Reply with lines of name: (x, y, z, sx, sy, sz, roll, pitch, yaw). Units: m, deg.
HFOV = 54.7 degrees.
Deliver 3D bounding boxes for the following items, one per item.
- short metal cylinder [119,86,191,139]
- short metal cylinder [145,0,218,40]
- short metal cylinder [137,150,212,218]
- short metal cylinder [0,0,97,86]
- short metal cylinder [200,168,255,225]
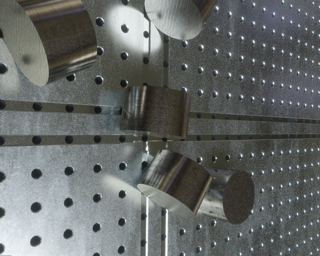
short metal cylinder: (-0.005, -0.016, 0.371, 0.081, 0.080, 0.050, 11, 83, -40)
short metal cylinder: (0.028, -0.161, 0.398, 0.080, 0.080, 0.050, 44, 63, -32)
short metal cylinder: (0.019, 0.071, 0.391, 0.080, 0.080, 0.050, 46, 62, -31)
short metal cylinder: (-0.104, -0.085, 0.287, 0.050, 0.080, 0.080, -33, 111, -35)
short metal cylinder: (0.103, 0.104, 0.482, 0.081, 0.050, 0.079, 0, 91, -40)
